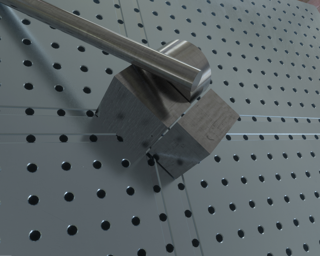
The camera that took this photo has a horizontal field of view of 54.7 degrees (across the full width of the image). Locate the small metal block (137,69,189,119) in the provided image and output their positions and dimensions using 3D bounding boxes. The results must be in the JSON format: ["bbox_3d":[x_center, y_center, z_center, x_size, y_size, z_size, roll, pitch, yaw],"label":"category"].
[{"bbox_3d":[0.005,-0.049,0.443,0.050,0.025,0.050,41,51,-1],"label":"small metal block"}]

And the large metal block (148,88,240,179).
[{"bbox_3d":[0.042,0.008,0.390,0.050,0.080,0.080,45,51,2],"label":"large metal block"}]

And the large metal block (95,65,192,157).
[{"bbox_3d":[-0.023,-0.023,0.377,0.080,0.080,0.050,44,51,2],"label":"large metal block"}]

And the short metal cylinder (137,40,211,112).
[{"bbox_3d":[0.017,-0.064,0.389,0.080,0.080,0.050,45,51,2],"label":"short metal cylinder"}]

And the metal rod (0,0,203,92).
[{"bbox_3d":[-0.090,-0.115,0.364,0.301,0.025,0.025,27,49,16],"label":"metal rod"}]
